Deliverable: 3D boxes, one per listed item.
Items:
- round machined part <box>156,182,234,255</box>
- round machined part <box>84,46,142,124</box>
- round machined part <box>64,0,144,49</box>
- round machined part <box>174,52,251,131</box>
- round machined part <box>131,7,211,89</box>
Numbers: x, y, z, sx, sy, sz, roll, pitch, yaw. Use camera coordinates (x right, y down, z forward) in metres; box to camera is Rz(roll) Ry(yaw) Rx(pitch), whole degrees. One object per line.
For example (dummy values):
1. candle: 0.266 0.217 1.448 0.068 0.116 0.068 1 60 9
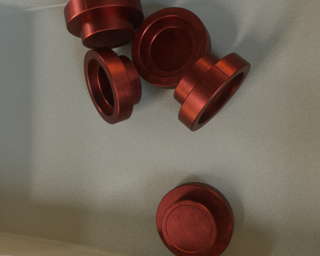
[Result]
1. round machined part: 0.040 0.120 0.387 0.098 0.042 0.097 0 90 20
2. round machined part: -0.059 -0.057 0.404 0.098 0.042 0.097 39 140 43
3. round machined part: -0.069 -0.132 0.396 0.098 0.098 0.042 -13 86 19
4. round machined part: 0.054 -0.046 0.352 0.042 0.098 0.098 43 103 15
5. round machined part: 0.017 -0.097 0.392 0.098 0.042 0.097 -2 85 23
